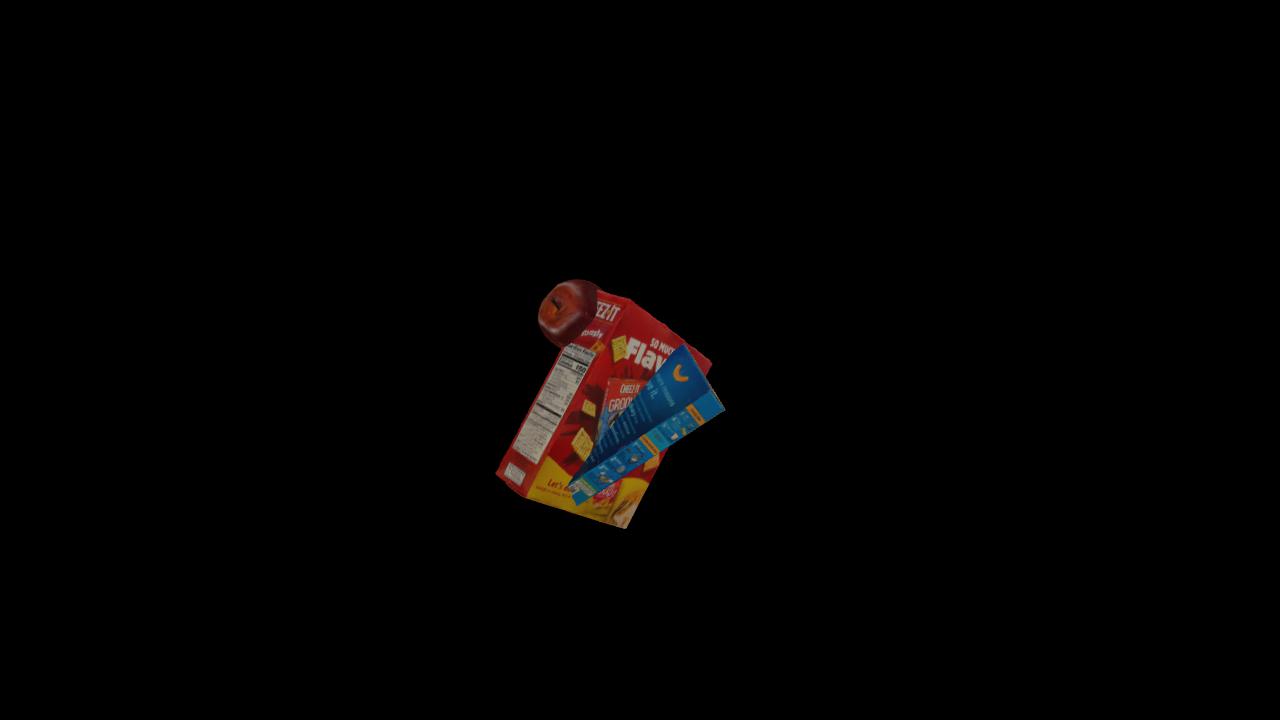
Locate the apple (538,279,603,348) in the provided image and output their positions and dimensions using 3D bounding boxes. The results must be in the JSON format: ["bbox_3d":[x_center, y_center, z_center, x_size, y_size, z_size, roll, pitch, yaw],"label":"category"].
[{"bbox_3d":[-0.066,-0.046,0.662,0.079,0.079,0.093,0,-18,33],"label":"apple"}]

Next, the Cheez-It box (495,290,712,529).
[{"bbox_3d":[-0.032,0.058,0.672,0.071,0.223,0.166,22,-7,44],"label":"Cheez-It box"}]

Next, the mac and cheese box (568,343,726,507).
[{"bbox_3d":[-0.009,0.067,0.649,0.184,0.041,0.093,-33,34,6],"label":"mac and cheese box"}]
